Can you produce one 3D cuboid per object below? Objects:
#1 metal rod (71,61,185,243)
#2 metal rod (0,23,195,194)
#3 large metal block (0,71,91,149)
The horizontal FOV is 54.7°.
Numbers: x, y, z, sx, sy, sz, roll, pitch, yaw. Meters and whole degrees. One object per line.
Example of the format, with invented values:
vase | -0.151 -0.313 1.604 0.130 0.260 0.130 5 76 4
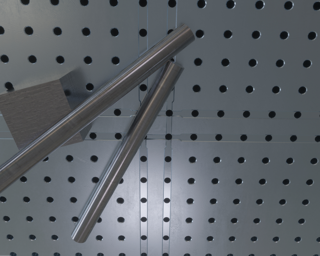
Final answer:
metal rod | -0.052 0.043 0.428 0.025 0.025 0.298 27 108 -10
metal rod | -0.082 -0.021 0.358 0.301 0.025 0.025 -39 106 -5
large metal block | -0.143 -0.019 0.392 0.080 0.050 0.080 -14 110 5
